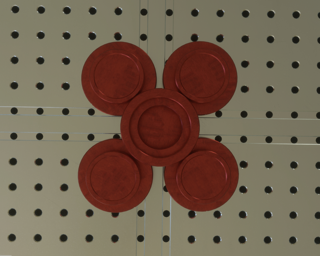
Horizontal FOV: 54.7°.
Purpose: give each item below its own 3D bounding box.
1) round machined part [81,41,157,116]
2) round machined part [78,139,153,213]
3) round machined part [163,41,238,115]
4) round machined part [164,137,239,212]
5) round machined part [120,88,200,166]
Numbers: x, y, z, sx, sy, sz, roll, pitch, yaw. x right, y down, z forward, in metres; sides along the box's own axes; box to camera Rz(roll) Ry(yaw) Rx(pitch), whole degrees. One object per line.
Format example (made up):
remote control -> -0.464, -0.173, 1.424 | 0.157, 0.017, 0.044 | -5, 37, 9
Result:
round machined part -> -0.054, -0.064, 0.403 | 0.099, 0.042, 0.097 | 0, 90, -1
round machined part -> -0.058, 0.063, 0.405 | 0.099, 0.042, 0.097 | 0, 90, -1
round machined part -> 0.053, -0.065, 0.405 | 0.099, 0.042, 0.097 | 0, 90, -1
round machined part -> 0.055, 0.061, 0.405 | 0.099, 0.042, 0.097 | 0, 90, -1
round machined part -> 0.000, -0.001, 0.403 | 0.099, 0.042, 0.097 | 0, 90, -1
